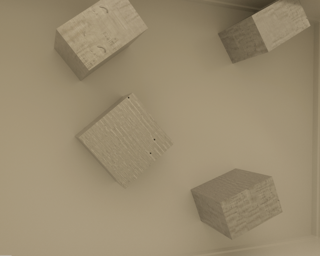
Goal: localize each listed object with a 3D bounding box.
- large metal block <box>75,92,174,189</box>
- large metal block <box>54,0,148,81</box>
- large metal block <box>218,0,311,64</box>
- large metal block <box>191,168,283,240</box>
[{"bbox_3d":[-0.044,0.014,0.382,0.080,0.050,0.080,-42,104,-15],"label":"large metal block"},{"bbox_3d":[-0.071,-0.103,0.356,0.080,0.080,0.050,-41,103,-16],"label":"large metal block"},{"bbox_3d":[0.144,-0.138,0.436,0.080,0.080,0.050,-33,101,-17],"label":"large metal block"},{"bbox_3d":[0.101,0.098,0.420,0.081,0.080,0.050,-21,97,-19],"label":"large metal block"}]
